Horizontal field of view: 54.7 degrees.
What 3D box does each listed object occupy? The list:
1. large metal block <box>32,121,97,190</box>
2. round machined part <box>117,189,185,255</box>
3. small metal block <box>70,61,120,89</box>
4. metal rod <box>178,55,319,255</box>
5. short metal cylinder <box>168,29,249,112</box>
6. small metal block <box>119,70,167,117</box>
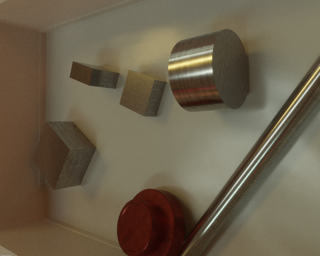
[{"bbox_3d":[-0.162,0.044,0.521,0.080,0.050,0.079,41,114,32],"label":"large metal block"},{"bbox_3d":[-0.018,0.126,0.392,0.098,0.042,0.098,-20,61,43],"label":"round machined part"},{"bbox_3d":[-0.099,-0.080,0.470,0.050,0.050,0.025,24,105,37],"label":"small metal block"},{"bbox_3d":[0.092,0.050,0.329,0.025,0.025,0.298,44,116,31],"label":"metal rod"},{"bbox_3d":[0.053,-0.058,0.326,0.050,0.081,0.079,-2,89,40],"label":"short metal cylinder"},{"bbox_3d":[-0.024,-0.048,0.425,0.050,0.025,0.050,27,107,36],"label":"small metal block"}]
